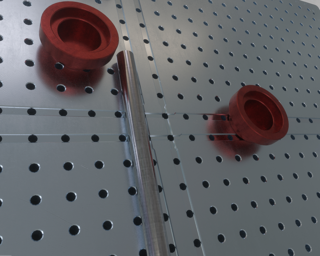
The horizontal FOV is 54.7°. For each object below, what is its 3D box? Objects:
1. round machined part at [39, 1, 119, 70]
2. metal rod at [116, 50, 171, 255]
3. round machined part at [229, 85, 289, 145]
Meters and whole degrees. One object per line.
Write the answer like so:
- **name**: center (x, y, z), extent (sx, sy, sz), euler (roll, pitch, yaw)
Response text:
- **round machined part**: center (-0.108, -0.116, 0.410), extent (0.099, 0.042, 0.098), euler (14, 56, -21)
- **metal rod**: center (-0.023, 0.029, 0.378), extent (0.025, 0.025, 0.299), euler (3, 60, -27)
- **round machined part**: center (0.149, -0.016, 0.488), extent (0.099, 0.042, 0.098), euler (14, 56, -21)
